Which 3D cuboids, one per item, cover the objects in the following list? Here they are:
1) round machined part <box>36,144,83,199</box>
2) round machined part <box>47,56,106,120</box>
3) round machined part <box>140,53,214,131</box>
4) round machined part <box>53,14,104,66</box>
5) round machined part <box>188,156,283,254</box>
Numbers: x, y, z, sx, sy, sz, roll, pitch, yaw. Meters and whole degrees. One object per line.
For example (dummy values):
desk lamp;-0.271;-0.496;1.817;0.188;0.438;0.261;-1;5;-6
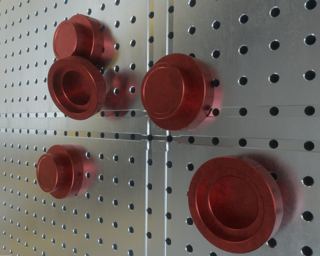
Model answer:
round machined part;-0.184;0.078;0.552;0.098;0.042;0.097;0;90;40
round machined part;-0.125;-0.065;0.488;0.098;0.042;0.097;12;117;24
round machined part;0.014;-0.045;0.388;0.098;0.042;0.097;0;90;40
round machined part;-0.142;-0.141;0.517;0.098;0.042;0.097;0;90;40
round machined part;0.082;0.078;0.331;0.098;0.042;0.097;0;90;40
